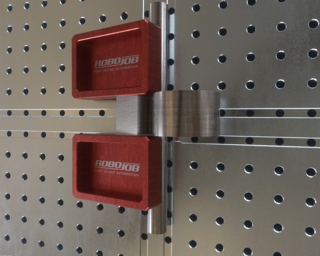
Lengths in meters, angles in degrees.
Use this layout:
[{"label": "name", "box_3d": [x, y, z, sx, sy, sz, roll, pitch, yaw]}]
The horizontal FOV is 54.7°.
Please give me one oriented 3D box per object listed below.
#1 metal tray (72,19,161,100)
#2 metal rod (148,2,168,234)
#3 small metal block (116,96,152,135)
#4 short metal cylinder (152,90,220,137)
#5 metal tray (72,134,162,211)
[{"label": "metal tray", "box_3d": [-0.061, -0.085, 0.413, 0.130, 0.030, 0.089, 0, 90, 32]}, {"label": "metal rod", "box_3d": [-0.003, -0.013, 0.409, 0.025, 0.025, 0.298, 0, 90, 20]}, {"label": "small metal block", "box_3d": [-0.034, -0.016, 0.409, 0.050, 0.025, 0.050, 1, 91, 51]}, {"label": "short metal cylinder", "box_3d": [0.031, -0.016, 0.369, 0.080, 0.080, 0.050, 0, 90, 20]}, {"label": "metal tray", "box_3d": [-0.060, 0.054, 0.412, 0.130, 0.030, 0.089, 1, 90, 32]}]
